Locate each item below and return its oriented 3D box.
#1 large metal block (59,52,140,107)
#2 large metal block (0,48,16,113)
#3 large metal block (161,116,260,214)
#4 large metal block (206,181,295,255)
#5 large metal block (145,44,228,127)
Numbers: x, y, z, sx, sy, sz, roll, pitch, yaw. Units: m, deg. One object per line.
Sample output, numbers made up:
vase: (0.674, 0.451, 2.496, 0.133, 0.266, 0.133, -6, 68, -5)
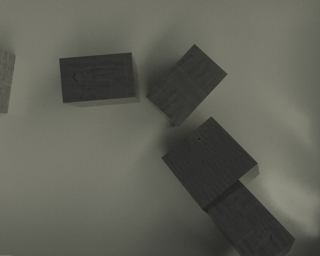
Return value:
large metal block: (-0.069, -0.056, 0.383, 0.080, 0.080, 0.050, -5, 90, 0)
large metal block: (-0.242, -0.065, 0.397, 0.080, 0.050, 0.080, 8, 90, 0)
large metal block: (0.063, 0.047, 0.383, 0.080, 0.050, 0.080, -40, 61, 0)
large metal block: (0.105, 0.121, 0.363, 0.050, 0.080, 0.080, -37, 56, -5)
large metal block: (0.030, -0.048, 0.384, 0.050, 0.080, 0.080, 43, 90, 0)
